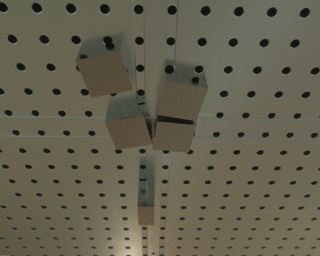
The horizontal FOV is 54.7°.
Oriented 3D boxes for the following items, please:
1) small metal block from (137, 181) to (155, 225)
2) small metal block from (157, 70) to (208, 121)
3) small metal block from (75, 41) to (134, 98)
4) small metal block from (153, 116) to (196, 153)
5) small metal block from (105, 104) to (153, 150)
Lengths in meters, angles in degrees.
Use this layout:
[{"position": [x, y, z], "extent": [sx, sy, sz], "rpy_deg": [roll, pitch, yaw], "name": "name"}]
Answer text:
[{"position": [-0.022, 0.120, 0.498], "extent": [0.025, 0.050, 0.050], "rpy_deg": [0, 130, -1], "name": "small metal block"}, {"position": [0.026, -0.039, 0.379], "extent": [0.050, 0.025, 0.050], "rpy_deg": [9, 130, -8], "name": "small metal block"}, {"position": [-0.061, -0.066, 0.354], "extent": [0.050, 0.025, 0.050], "rpy_deg": [-10, 130, 7], "name": "small metal block"}, {"position": [0.018, 0.005, 0.416], "extent": [0.050, 0.025, 0.050], "rpy_deg": [5, 130, -5], "name": "small metal block"}, {"position": [-0.040, -0.001, 0.411], "extent": [0.050, 0.025, 0.050], "rpy_deg": [-9, 130, 7], "name": "small metal block"}]
